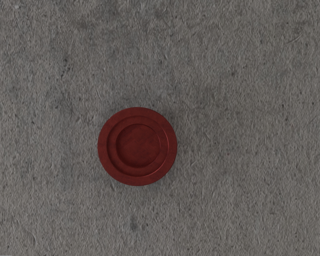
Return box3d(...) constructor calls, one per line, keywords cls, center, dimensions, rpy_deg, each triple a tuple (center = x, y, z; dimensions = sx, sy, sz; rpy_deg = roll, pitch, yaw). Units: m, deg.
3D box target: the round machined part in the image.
box3d(cls="round machined part", center=(-0.028, 0.023, 0.401), dimensions=(0.099, 0.042, 0.097), rpy_deg=(0, 90, 0))
